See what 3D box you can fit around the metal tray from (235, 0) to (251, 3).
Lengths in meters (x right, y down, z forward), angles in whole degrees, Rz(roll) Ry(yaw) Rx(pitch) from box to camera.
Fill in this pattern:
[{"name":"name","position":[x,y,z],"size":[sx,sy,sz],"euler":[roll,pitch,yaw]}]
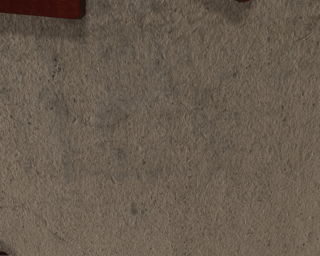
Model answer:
[{"name":"metal tray","position":[0.089,-0.215,0.329],"size":[0.090,0.030,0.129],"euler":[26,108,-10]}]

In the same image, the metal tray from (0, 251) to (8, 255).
[{"name":"metal tray","position":[-0.257,0.271,0.504],"size":[0.090,0.030,0.130],"euler":[-27,108,9]}]

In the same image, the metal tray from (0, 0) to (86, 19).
[{"name":"metal tray","position":[-0.151,-0.173,0.341],"size":[0.131,0.030,0.089],"euler":[4,110,-2]}]
